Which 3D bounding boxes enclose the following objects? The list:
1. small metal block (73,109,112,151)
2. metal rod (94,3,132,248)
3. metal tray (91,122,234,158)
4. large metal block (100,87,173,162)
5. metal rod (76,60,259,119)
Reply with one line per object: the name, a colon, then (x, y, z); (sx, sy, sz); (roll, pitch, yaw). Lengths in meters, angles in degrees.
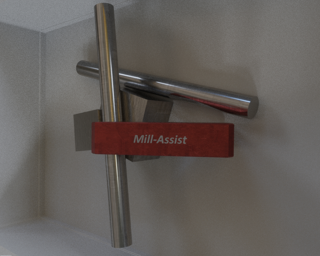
small metal block: (-0.088, 0.004, 0.409); (0.050, 0.025, 0.050); (-8, 84, 39)
metal rod: (-0.059, -0.007, 0.386); (0.025, 0.025, 0.298); (-8, 85, 39)
metal tray: (0.006, 0.009, 0.321); (0.131, 0.090, 0.030); (1, 92, 8)
large metal block: (-0.038, -0.008, 0.418); (0.080, 0.050, 0.079); (23, 104, 37)
metal rod: (-0.015, -0.060, 0.416); (0.300, 0.025, 0.025); (19, 102, 38)
